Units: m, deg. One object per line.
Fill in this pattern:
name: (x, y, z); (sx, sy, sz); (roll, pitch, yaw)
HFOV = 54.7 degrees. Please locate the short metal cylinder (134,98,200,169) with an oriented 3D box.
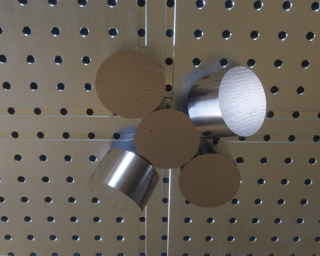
short metal cylinder: (0.009, 0.006, 0.402); (0.081, 0.050, 0.079); (0, 110, -1)

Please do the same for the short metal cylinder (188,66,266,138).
short metal cylinder: (0.080, -0.029, 0.369); (0.081, 0.050, 0.080); (3, 85, -35)

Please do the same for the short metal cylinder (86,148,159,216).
short metal cylinder: (-0.048, 0.071, 0.404); (0.080, 0.050, 0.080); (21, 147, 15)

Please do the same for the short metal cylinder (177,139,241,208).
short metal cylinder: (0.064, 0.061, 0.423); (0.081, 0.050, 0.079); (0, 110, -1)

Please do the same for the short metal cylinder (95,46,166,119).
short metal cylinder: (-0.034, -0.057, 0.378); (0.081, 0.050, 0.079); (0, 110, -1)
